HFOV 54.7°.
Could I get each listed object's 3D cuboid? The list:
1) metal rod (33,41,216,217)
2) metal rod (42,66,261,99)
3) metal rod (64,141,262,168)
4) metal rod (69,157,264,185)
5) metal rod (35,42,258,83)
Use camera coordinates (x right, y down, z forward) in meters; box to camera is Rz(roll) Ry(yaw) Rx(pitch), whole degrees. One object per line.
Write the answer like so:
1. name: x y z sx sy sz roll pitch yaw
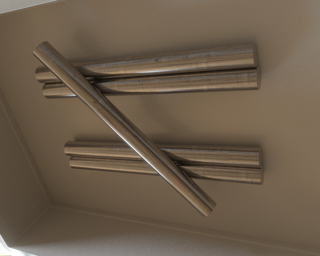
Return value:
1. metal rod: -0.043 0.003 0.400 0.300 0.025 0.025 44 129 -3
2. metal rod: -0.031 -0.053 0.390 0.300 0.025 0.025 1 119 27
3. metal rod: -0.014 0.034 0.435 0.300 0.025 0.025 0 119 28
4. metal rod: -0.009 0.056 0.445 0.300 0.025 0.025 0 119 28
5. metal rod: -0.037 -0.075 0.379 0.300 0.025 0.025 1 119 27
